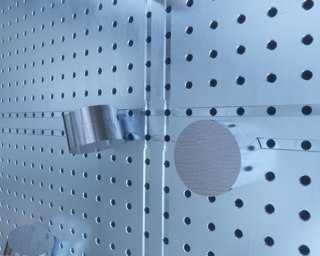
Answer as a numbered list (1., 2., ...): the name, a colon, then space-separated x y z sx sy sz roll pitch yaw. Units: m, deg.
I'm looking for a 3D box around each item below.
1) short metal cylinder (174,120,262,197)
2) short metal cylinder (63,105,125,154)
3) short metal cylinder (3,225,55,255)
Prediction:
1. short metal cylinder: 0.063 0.031 0.340 0.080 0.050 0.079 0 90 39
2. short metal cylinder: -0.095 0.004 0.450 0.080 0.081 0.050 -23 76 37
3. short metal cylinder: -0.241 0.225 0.569 0.080 0.081 0.050 32 110 35
